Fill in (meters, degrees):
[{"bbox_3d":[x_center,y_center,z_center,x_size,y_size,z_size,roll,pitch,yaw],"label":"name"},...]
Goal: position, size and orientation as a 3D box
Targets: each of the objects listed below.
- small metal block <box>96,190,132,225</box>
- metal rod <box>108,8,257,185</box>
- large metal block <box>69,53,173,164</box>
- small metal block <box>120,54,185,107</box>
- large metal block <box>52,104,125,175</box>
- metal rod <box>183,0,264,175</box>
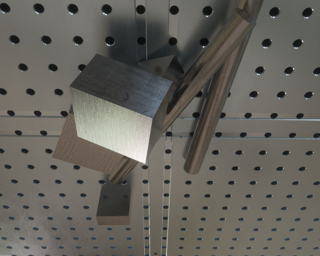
[{"bbox_3d":[-0.073,0.129,0.504,0.050,0.050,0.025,-1,130,0],"label":"small metal block"},{"bbox_3d":[0.007,-0.014,0.383,0.025,0.025,0.298,24,131,-19],"label":"metal rod"},{"bbox_3d":[-0.039,-0.018,0.316,0.080,0.050,0.080,21,144,7],"label":"large metal block"},{"bbox_3d":[-0.008,-0.052,0.340,0.050,0.050,0.025,-3,135,35],"label":"small metal block"},{"bbox_3d":[-0.083,0.007,0.400,0.080,0.050,0.079,20,127,-17],"label":"large metal block"},{"bbox_3d":[0.072,-0.052,0.367,0.025,0.025,0.298,7,130,-6],"label":"metal rod"}]
